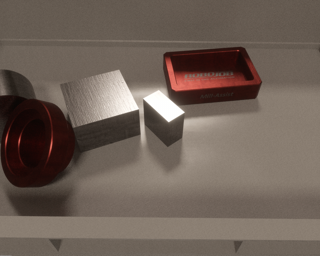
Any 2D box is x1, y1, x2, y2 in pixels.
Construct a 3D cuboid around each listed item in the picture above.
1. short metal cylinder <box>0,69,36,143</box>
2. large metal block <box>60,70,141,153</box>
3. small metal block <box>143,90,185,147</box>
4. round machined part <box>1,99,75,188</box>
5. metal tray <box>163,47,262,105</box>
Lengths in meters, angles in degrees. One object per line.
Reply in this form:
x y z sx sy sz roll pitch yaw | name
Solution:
-0.197 -0.026 0.389 0.081 0.080 0.050 -20 53 -16 | short metal cylinder
-0.078 -0.024 0.408 0.081 0.050 0.080 -17 52 -14 | large metal block
0.004 -0.012 0.399 0.025 0.050 0.050 -32 57 -24 | small metal block
-0.136 0.018 0.355 0.098 0.042 0.097 -7 77 35 | round machined part
0.075 -0.081 0.470 0.131 0.030 0.090 -5 50 -5 | metal tray
